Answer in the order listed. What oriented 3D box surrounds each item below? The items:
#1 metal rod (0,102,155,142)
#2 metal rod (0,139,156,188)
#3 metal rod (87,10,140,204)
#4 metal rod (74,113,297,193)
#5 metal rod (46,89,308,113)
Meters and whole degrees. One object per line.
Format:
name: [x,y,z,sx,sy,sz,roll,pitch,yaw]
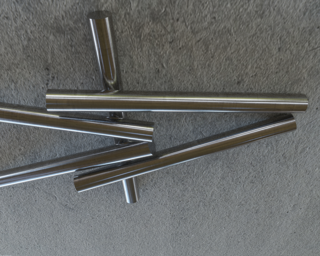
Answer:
metal rod: [-0.158,-0.015,0.375,0.302,0.025,0.025,8,130,0]
metal rod: [-0.150,0.056,0.436,0.301,0.025,0.025,-13,129,18]
metal rod: [-0.053,-0.001,0.407,0.025,0.025,0.298,-3,130,2]
metal rod: [0.030,0.035,0.418,0.301,0.025,0.025,-17,129,5]
metal rod: [0.027,-0.030,0.362,0.302,0.025,0.025,0,131,-9]
